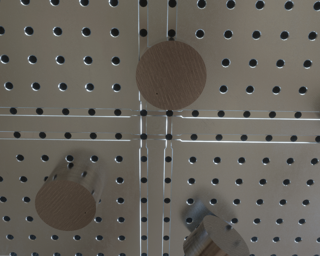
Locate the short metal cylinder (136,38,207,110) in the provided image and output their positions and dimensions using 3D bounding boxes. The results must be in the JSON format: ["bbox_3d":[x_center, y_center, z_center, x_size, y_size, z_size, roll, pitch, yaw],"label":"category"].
[{"bbox_3d":[0.013,-0.067,0.375,0.081,0.050,0.079,0,110,0],"label":"short metal cylinder"}]

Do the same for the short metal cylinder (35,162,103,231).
[{"bbox_3d":[-0.125,0.095,0.434,0.081,0.050,0.079,0,110,0],"label":"short metal cylinder"}]

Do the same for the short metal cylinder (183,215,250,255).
[{"bbox_3d":[0.081,0.174,0.449,0.080,0.080,0.050,31,107,-11],"label":"short metal cylinder"}]
